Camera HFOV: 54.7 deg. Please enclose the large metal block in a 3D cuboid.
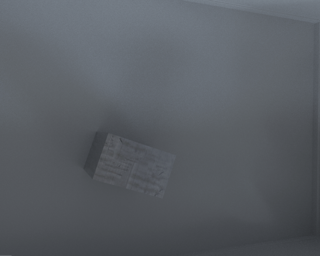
[{"bbox_3d":[-0.039,0.041,0.368,0.081,0.080,0.050,20,83,-19],"label":"large metal block"}]
